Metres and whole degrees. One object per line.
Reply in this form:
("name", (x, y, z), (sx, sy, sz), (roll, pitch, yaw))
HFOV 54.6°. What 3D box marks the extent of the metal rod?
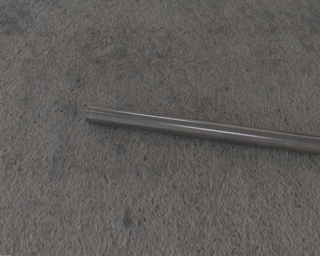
("metal rod", (0.052, 0.002, 0.402), (0.301, 0.025, 0.025), (8, 51, 6))
